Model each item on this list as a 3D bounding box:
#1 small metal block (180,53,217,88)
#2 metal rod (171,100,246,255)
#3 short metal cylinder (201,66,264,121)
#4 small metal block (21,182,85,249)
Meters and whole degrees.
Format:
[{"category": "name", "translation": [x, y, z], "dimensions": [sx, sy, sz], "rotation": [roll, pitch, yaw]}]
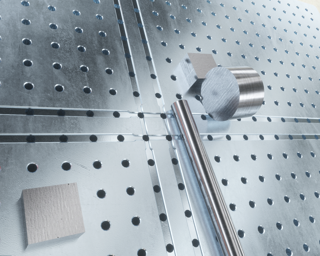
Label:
[{"category": "small metal block", "translation": [0.067, -0.094, 0.503], "dimensions": [0.050, 0.025, 0.050], "rotation": [-5, 64, -31]}, {"category": "metal rod", "translation": [0.070, 0.097, 0.388], "dimensions": [0.025, 0.025, 0.299], "rotation": [-4, 64, -30]}, {"category": "short metal cylinder", "translation": [0.107, -0.052, 0.465], "dimensions": [0.050, 0.080, 0.080], "rotation": [-9, 66, -32]}, {"category": "small metal block", "translation": [-0.105, 0.084, 0.301], "dimensions": [0.050, 0.025, 0.050], "rotation": [-3, 63, -30]}]
